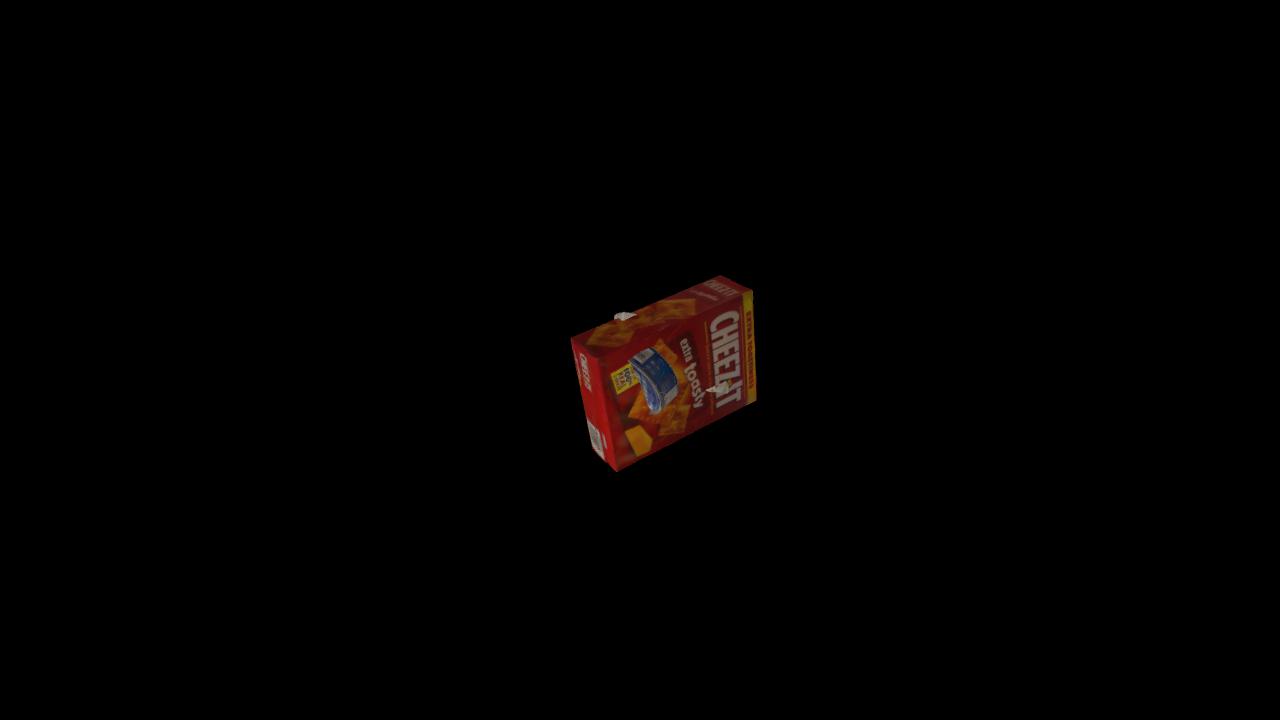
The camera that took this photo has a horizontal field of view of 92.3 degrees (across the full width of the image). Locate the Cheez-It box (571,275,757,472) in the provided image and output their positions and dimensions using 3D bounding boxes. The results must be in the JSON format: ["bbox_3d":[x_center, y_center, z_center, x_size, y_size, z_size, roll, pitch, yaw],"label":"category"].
[{"bbox_3d":[0.038,0.014,0.747,0.223,0.166,0.071,-24,36,-25],"label":"Cheez-It box"}]

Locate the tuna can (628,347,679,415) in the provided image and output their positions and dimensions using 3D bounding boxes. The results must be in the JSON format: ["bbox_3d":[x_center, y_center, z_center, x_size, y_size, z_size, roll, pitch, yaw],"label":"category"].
[{"bbox_3d":[0.004,0.019,0.695,0.034,0.084,0.084,-42,21,-25],"label":"tuna can"}]

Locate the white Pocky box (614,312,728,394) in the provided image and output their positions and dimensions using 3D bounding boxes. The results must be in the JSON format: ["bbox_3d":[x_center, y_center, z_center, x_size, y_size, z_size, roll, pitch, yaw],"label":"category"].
[{"bbox_3d":[0.039,-0.006,0.740,0.154,0.084,0.028,7,-7,-27],"label":"white Pocky box"}]
